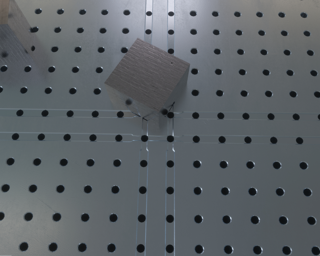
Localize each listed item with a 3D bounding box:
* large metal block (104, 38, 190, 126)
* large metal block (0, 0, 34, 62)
[{"bbox_3d":[-0.016,-0.062,0.421,0.080,0.050,0.080,29,73,10],"label":"large metal block"},{"bbox_3d":[-0.233,-0.136,0.431,0.080,0.080,0.050,-6,70,-2],"label":"large metal block"}]
